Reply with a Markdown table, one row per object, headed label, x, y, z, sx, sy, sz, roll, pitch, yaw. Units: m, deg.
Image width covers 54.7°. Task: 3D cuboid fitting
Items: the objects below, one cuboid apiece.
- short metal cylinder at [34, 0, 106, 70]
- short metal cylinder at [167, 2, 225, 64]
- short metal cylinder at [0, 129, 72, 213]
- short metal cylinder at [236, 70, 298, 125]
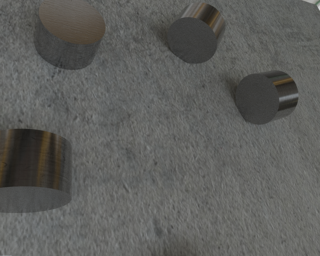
| label | x | y | z | sx | sy | sz | roll | pitch | yaw |
| --- | --- | --- | --- | --- | --- | --- | --- | --- | --- |
| short metal cylinder | -0.117 | -0.122 | 0.400 | 0.081 | 0.050 | 0.080 | 14 | 56 | -21 |
| short metal cylinder | 0.058 | -0.151 | 0.494 | 0.080 | 0.080 | 0.050 | 34 | 51 | -7 |
| short metal cylinder | -0.121 | 0.041 | 0.279 | 0.081 | 0.080 | 0.050 | 6 | 59 | -25 |
| short metal cylinder | 0.168 | -0.049 | 0.492 | 0.050 | 0.080 | 0.080 | -15 | 70 | -34 |
